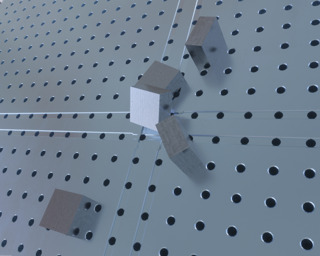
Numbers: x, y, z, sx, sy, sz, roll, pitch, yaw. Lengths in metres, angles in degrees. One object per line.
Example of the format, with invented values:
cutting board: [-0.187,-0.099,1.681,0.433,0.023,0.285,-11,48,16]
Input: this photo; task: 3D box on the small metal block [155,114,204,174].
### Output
small metal block: [0.023,0.020,0.367,0.025,0.050,0.050,-30,52,9]

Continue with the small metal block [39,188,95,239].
small metal block: [-0.120,0.110,0.402,0.050,0.025,0.050,5,64,30]

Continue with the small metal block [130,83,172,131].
small metal block: [-0.013,-0.028,0.413,0.050,0.050,0.025,19,27,35]

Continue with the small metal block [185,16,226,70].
small metal block: [0.064,-0.117,0.430,0.025,0.050,0.050,15,70,34]

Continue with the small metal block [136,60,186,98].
small metal block: [0.000,-0.064,0.446,0.050,0.025,0.050,31,78,37]
